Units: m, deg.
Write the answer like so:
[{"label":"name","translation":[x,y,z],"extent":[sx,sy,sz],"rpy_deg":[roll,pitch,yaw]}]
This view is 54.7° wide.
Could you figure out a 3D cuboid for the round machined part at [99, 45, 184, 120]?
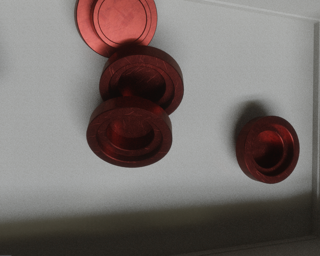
[{"label":"round machined part","translation":[-0.021,-0.056,0.376],"extent":[0.099,0.097,0.042],"rpy_deg":[23,38,-19]}]

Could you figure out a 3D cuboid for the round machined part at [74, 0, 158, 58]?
[{"label":"round machined part","translation":[-0.049,-0.130,0.368],"extent":[0.099,0.042,0.097],"rpy_deg":[-8,113,-19]}]

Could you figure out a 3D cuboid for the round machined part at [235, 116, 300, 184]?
[{"label":"round machined part","translation":[0.154,0.031,0.460],"extent":[0.099,0.042,0.097],"rpy_deg":[0,90,-21]}]

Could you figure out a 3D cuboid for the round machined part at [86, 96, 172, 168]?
[{"label":"round machined part","translation":[-0.035,0.000,0.371],"extent":[0.099,0.097,0.042],"rpy_deg":[22,38,-19]}]
